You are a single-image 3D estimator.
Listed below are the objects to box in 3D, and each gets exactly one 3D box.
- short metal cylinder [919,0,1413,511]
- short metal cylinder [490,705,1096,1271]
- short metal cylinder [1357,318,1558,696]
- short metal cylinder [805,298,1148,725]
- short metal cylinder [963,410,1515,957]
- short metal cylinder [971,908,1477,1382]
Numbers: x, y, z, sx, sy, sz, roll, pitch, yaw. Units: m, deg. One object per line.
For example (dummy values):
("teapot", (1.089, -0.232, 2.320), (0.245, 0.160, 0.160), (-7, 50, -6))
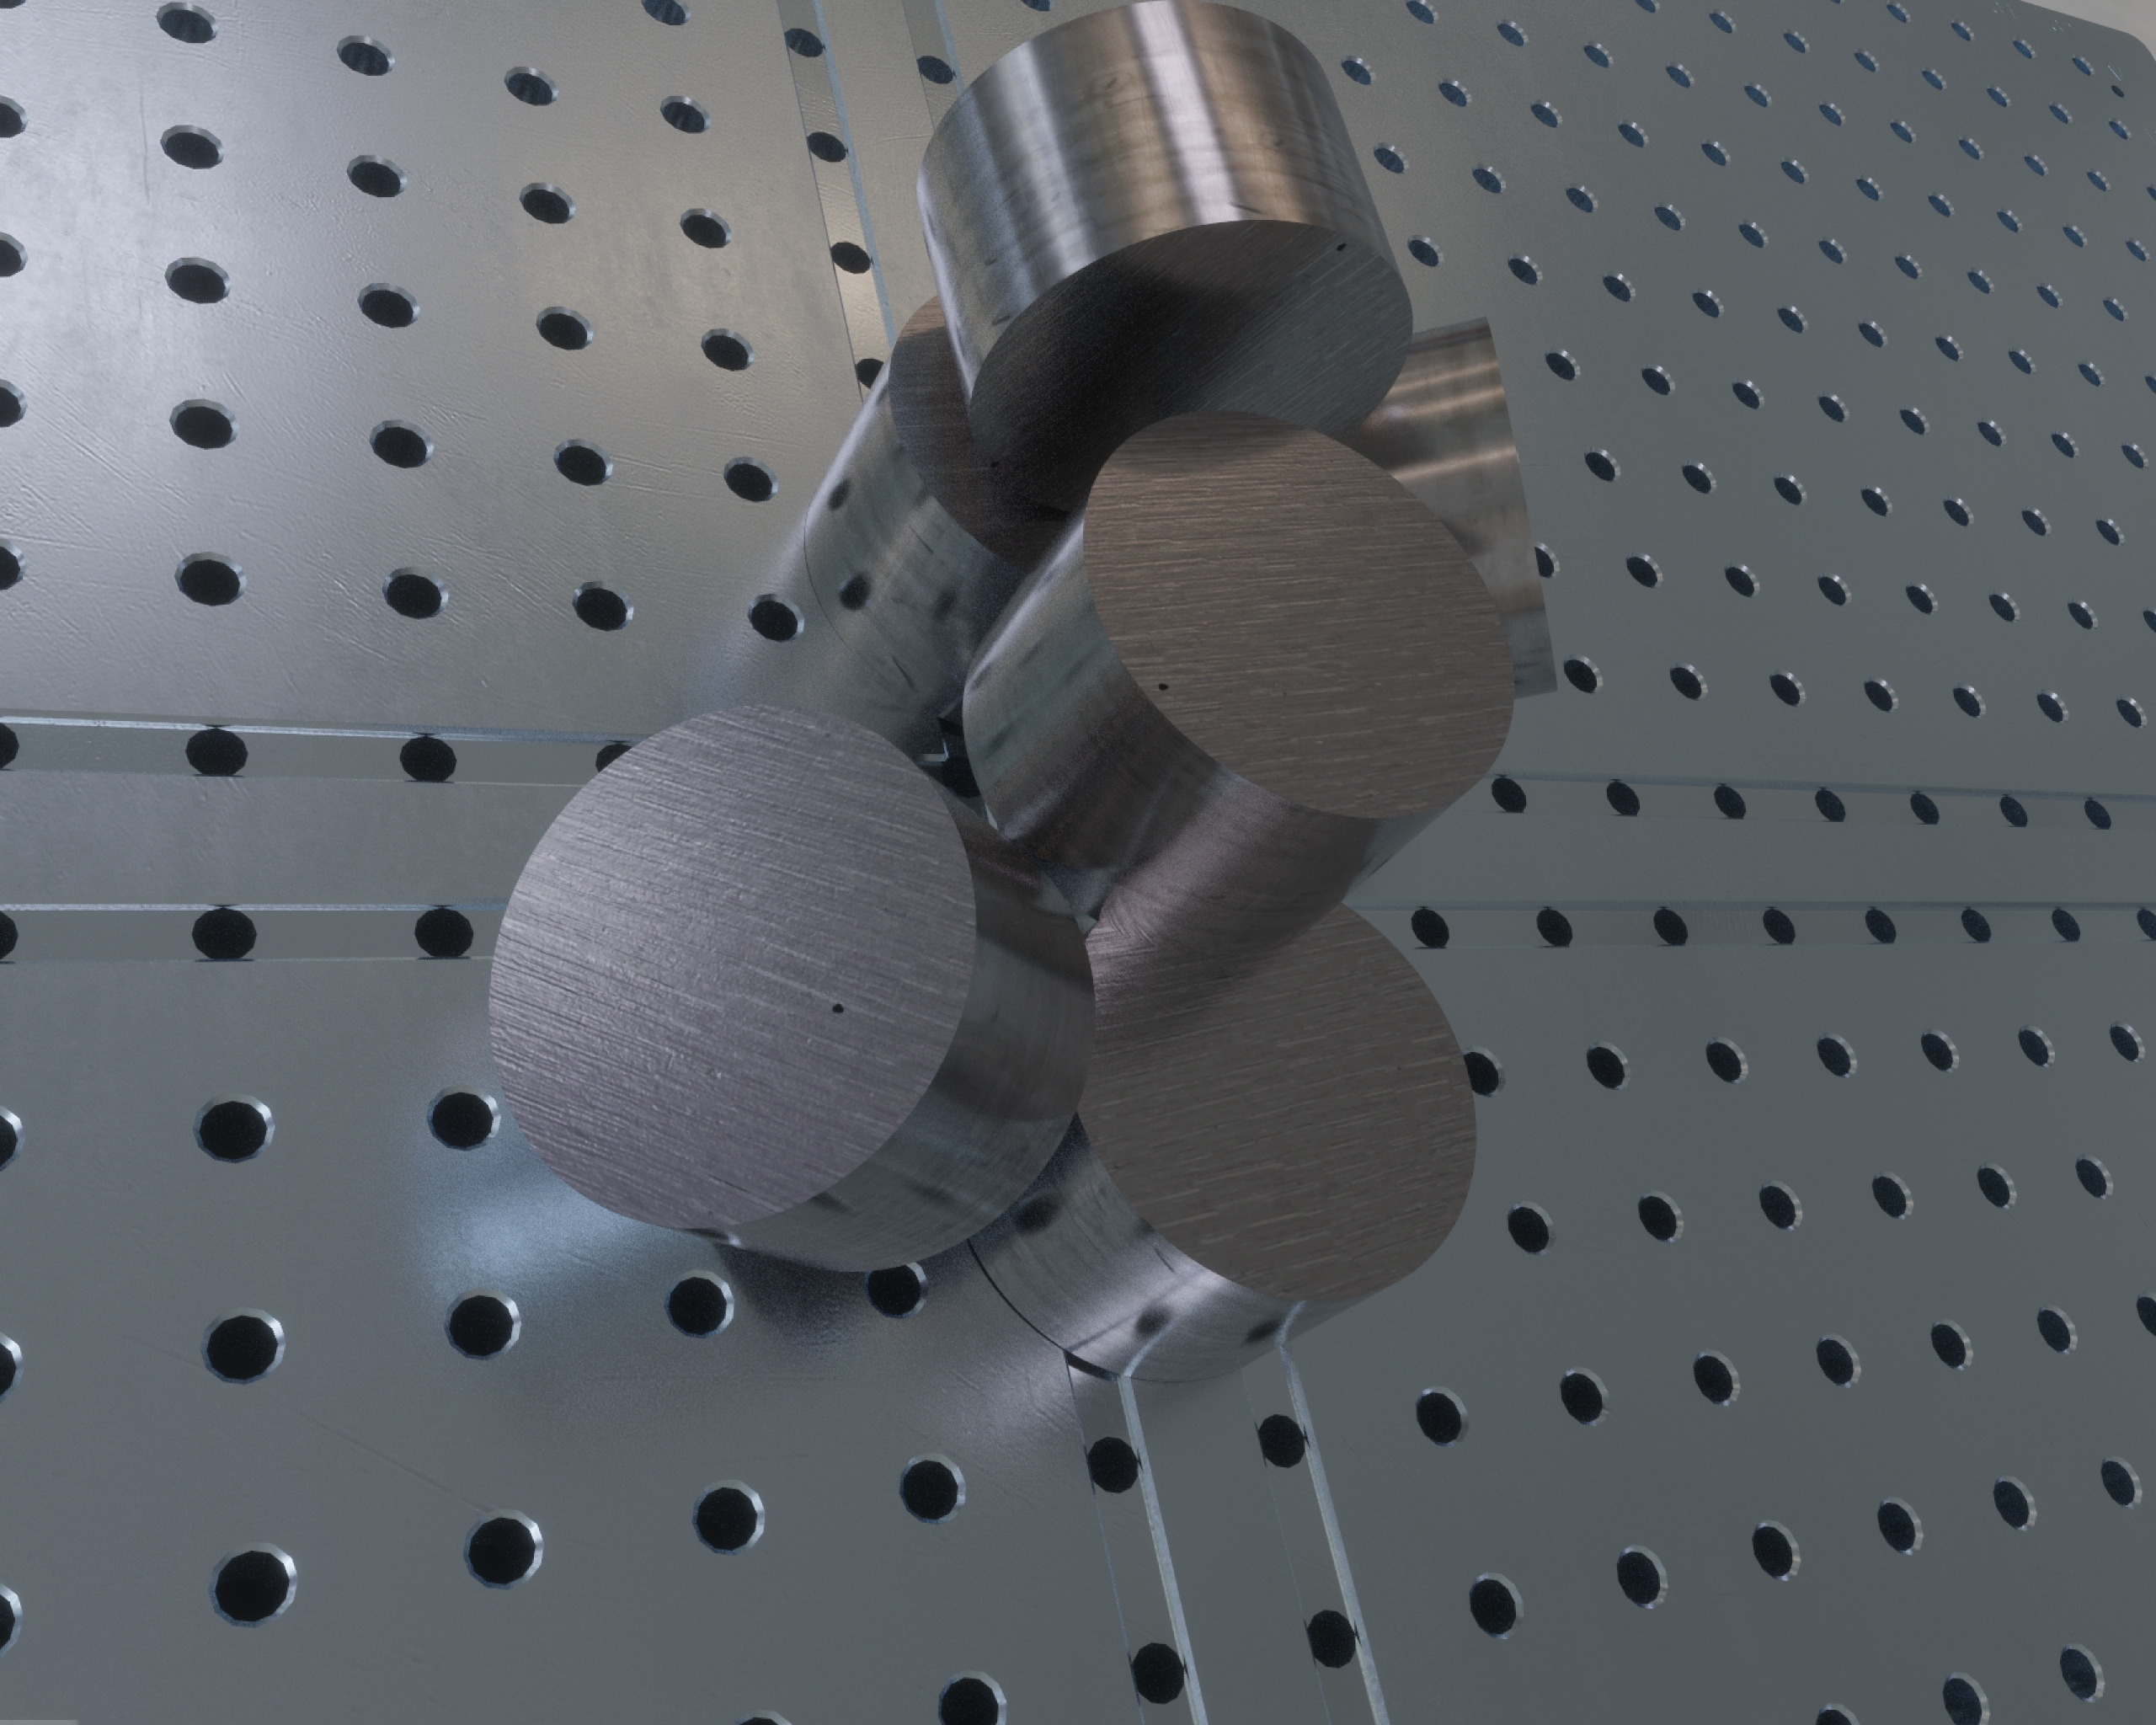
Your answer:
("short metal cylinder", (0.015, -0.107, 0.380), (0.081, 0.080, 0.050), (0, 62, -28))
("short metal cylinder", (-0.044, 0.021, 0.329), (0.050, 0.080, 0.080), (42, 29, -63))
("short metal cylinder", (0.069, -0.071, 0.444), (0.050, 0.080, 0.080), (-11, 60, 12))
("short metal cylinder", (-0.010, -0.073, 0.431), (0.081, 0.050, 0.080), (13, 57, -21))
("short metal cylinder", (0.027, -0.030, 0.360), (0.081, 0.050, 0.080), (14, 56, -21))
("short metal cylinder", (0.023, 0.047, 0.375), (0.081, 0.050, 0.080), (14, 57, -21))
